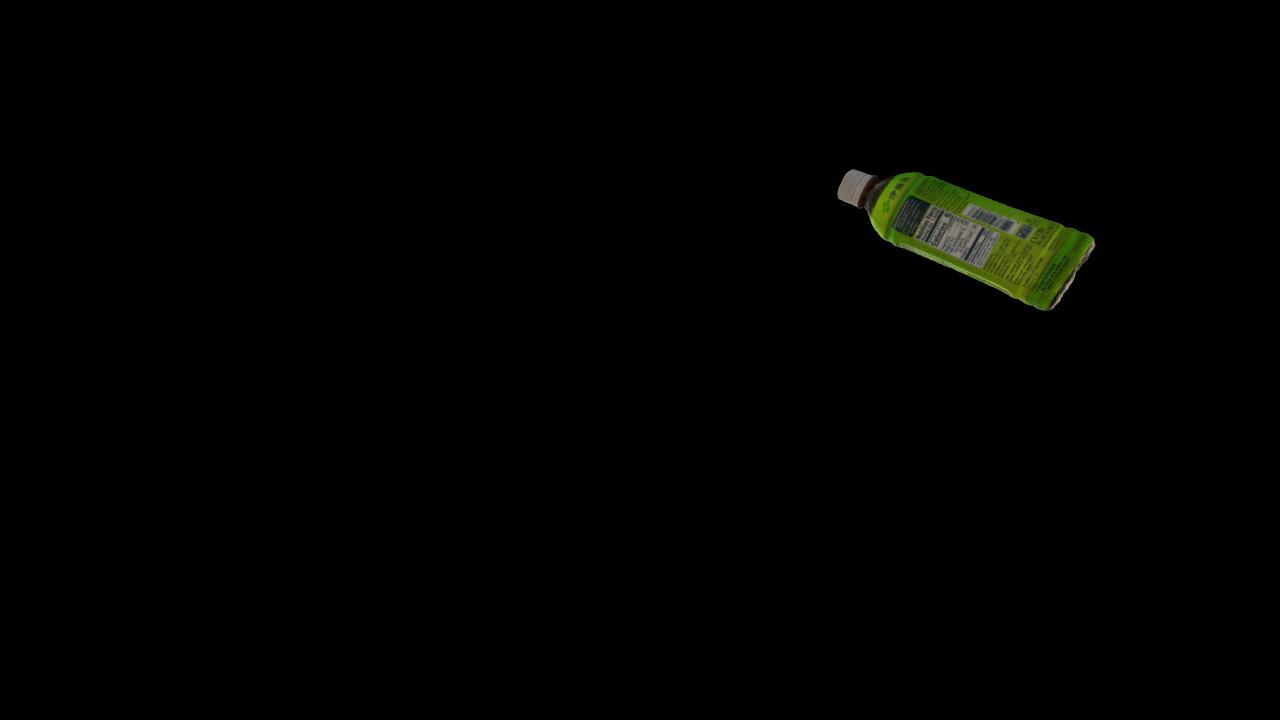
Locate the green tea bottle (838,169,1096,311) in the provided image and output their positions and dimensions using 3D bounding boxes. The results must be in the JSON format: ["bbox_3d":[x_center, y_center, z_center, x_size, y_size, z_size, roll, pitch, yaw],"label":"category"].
[{"bbox_3d":[0.279,-0.121,0.552,0.212,0.073,0.073,35,16,25],"label":"green tea bottle"}]
